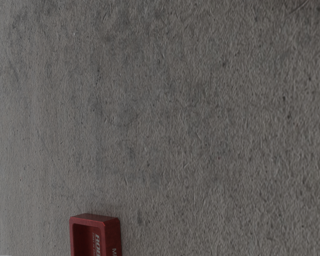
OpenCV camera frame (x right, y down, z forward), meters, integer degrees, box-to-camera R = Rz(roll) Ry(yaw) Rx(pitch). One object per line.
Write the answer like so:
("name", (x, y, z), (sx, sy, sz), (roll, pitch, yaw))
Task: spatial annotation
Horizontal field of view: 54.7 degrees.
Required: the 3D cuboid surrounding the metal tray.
("metal tray", (-0.100, 0.205, 0.484), (0.090, 0.030, 0.129), (-7, 86, 39))
